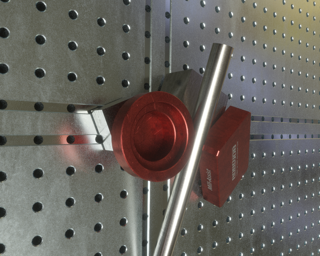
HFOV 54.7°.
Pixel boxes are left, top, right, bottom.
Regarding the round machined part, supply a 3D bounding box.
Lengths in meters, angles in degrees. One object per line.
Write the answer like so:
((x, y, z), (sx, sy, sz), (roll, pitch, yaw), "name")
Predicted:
((-0.011, 0.009, 0.349), (0.099, 0.042, 0.097), (-1, 91, -37), "round machined part")

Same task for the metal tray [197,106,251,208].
((0.095, 0.044, 0.449), (0.090, 0.030, 0.129), (-46, 142, -30), "metal tray")

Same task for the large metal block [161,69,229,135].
((0.041, -0.023, 0.424), (0.080, 0.050, 0.080), (29, 72, -37), "large metal block")

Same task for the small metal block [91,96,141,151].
((-0.046, -0.006, 0.367), (0.050, 0.025, 0.050), (-28, 108, -37), "small metal block")

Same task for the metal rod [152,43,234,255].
((0.035, 0.047, 0.383), (0.025, 0.025, 0.298), (8, 101, -40), "metal rod")
